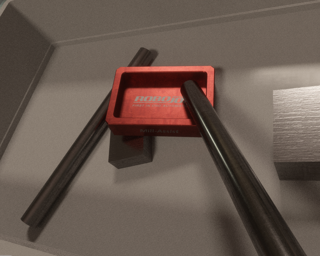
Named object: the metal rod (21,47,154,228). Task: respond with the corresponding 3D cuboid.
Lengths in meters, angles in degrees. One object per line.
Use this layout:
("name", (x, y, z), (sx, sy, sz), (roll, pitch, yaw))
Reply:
("metal rod", (-0.099, 0.005, 0.452), (0.025, 0.025, 0.300), (22, 73, 36))

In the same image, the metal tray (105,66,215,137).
("metal tray", (0.003, -0.035, 0.398), (0.131, 0.030, 0.090), (1, 61, 10))

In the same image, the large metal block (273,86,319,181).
("large metal block", (0.157, 0.006, 0.304), (0.080, 0.050, 0.080), (-4, 60, 26))

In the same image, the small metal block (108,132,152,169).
("small metal block", (-0.039, 0.023, 0.411), (0.050, 0.025, 0.050), (-14, 56, 20))

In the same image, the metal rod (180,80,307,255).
("metal rod", (0.060, 0.028, 0.264), (0.025, 0.025, 0.300), (-30, 31, 9))
